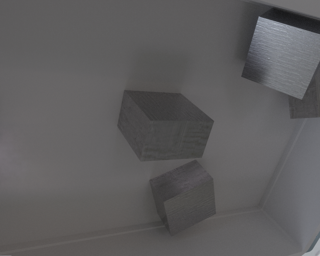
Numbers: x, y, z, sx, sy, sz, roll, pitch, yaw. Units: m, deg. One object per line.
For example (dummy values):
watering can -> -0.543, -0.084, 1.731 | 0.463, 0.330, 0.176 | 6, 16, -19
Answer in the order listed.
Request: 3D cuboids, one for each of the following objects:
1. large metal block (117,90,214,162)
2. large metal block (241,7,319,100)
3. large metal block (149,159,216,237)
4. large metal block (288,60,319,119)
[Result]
large metal block -> 0.003, -0.005, 0.372 | 0.081, 0.080, 0.050 | 0, 119, -29
large metal block -> 0.158, -0.094, 0.385 | 0.050, 0.080, 0.079 | -40, 148, -42
large metal block -> 0.037, 0.107, 0.479 | 0.081, 0.050, 0.080 | -22, 127, -15
large metal block -> 0.242, -0.058, 0.466 | 0.081, 0.050, 0.080 | -7, 92, -24
